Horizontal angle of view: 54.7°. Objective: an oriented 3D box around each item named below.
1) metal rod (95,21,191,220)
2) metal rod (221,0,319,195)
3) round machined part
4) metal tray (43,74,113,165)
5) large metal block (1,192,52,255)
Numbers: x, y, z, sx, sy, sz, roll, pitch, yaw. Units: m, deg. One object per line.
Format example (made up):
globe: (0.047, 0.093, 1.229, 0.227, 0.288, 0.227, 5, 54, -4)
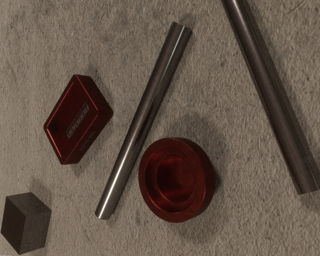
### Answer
metal rod: (-0.030, 0.003, 0.427, 0.025, 0.025, 0.298, 37, 112, 33)
metal rod: (0.098, -0.081, 0.322, 0.025, 0.025, 0.299, -27, 73, 36)
round machined part: (0.024, 0.060, 0.373, 0.098, 0.042, 0.097, 0, 90, 39)
metal tray: (-0.140, -0.012, 0.513, 0.129, 0.030, 0.090, -50, 61, 28)
large metal block: (-0.260, 0.182, 0.600, 0.080, 0.050, 0.079, 23, 104, 37)
